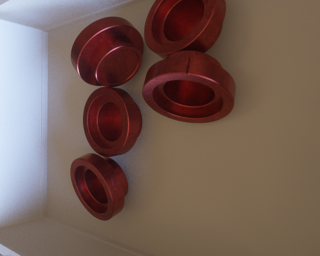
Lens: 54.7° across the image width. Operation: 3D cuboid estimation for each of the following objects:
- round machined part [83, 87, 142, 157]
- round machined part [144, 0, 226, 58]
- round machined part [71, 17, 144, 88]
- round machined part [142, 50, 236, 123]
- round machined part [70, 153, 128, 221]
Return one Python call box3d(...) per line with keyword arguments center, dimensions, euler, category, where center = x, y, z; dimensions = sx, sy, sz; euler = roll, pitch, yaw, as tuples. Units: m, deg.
box3d(center=(-0.064, -0.009, 0.446), dimensions=(0.098, 0.042, 0.097), euler=(4, 97, 40), category="round machined part")
box3d(center=(0.032, -0.121, 0.358), dimensions=(0.098, 0.042, 0.098), euler=(-16, 63, 35), category="round machined part")
box3d(center=(-0.063, -0.093, 0.411), dimensions=(0.042, 0.099, 0.097), euler=(52, 121, 27), category="round machined part")
box3d(center=(0.033, -0.047, 0.340), dimensions=(0.098, 0.098, 0.042), euler=(-11, 56, 39), category="round machined part")
box3d(center=(-0.085, 0.081, 0.453), dimensions=(0.098, 0.042, 0.097), euler=(21, 123, 37), category="round machined part")
